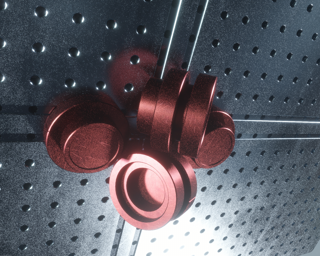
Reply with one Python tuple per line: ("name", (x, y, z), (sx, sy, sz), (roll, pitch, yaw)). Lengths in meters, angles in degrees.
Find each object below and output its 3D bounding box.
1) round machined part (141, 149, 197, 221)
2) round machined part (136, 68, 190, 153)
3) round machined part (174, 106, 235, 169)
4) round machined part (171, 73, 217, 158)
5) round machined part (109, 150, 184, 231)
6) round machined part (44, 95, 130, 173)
("round machined part", (0.006, 0.074, 0.424), (0.042, 0.098, 0.097), (-14, 131, -60))
("round machined part", (0.003, -0.023, 0.366), (0.042, 0.098, 0.097), (14, 118, 10))
("round machined part", (0.069, 0.020, 0.449), (0.099, 0.042, 0.097), (-14, 124, -21))
("round machined part", (0.035, -0.017, 0.363), (0.042, 0.098, 0.097), (14, 118, 10))
("round machined part", (-0.013, 0.076, 0.397), (0.042, 0.098, 0.097), (-15, 132, -60))
("round machined part", (-0.081, 0.014, 0.363), (0.099, 0.042, 0.097), (-14, 124, -21))
